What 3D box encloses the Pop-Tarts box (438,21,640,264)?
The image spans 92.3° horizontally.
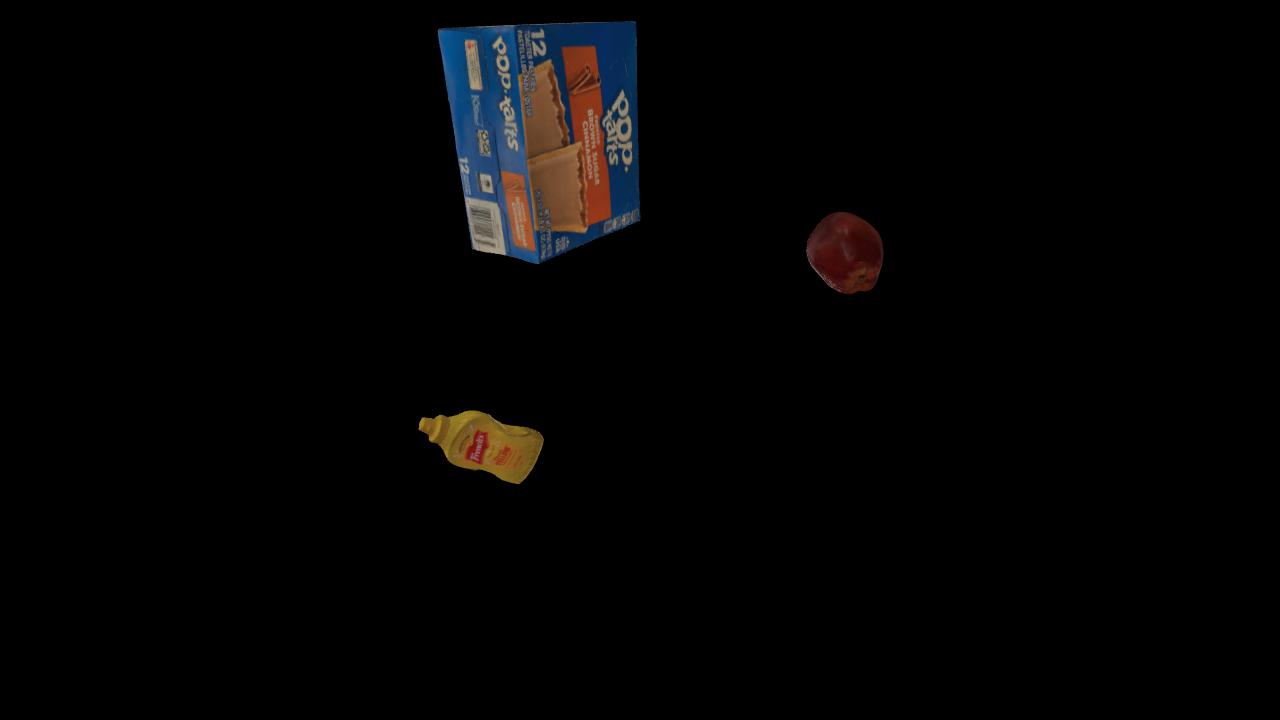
[{"bbox_3d":[-0.072,-0.183,0.507,0.083,0.167,0.141,18,34,30],"label":"Pop-Tarts box"}]

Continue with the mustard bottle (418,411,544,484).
[{"bbox_3d":[-0.245,0.123,0.929,0.184,0.092,0.054,25,15,-31],"label":"mustard bottle"}]

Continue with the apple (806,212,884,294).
[{"bbox_3d":[0.220,-0.116,0.659,0.079,0.093,0.079,-2,-42,-2],"label":"apple"}]
